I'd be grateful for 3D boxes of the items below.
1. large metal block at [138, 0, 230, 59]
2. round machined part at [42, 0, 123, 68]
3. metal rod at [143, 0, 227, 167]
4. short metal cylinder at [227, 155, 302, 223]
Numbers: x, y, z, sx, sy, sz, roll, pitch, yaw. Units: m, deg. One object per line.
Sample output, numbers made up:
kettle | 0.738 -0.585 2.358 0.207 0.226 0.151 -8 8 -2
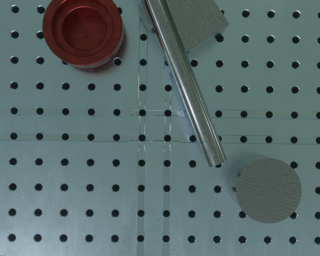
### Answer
large metal block | 0.029 -0.138 0.401 0.080 0.050 0.080 -34 90 0
round machined part | -0.096 -0.126 0.404 0.099 0.042 0.097 0 90 -1
metal rod | 0.014 -0.098 0.363 0.025 0.025 0.299 -21 91 0
short metal cylinder | 0.133 0.077 0.403 0.081 0.050 0.079 0 90 -1
